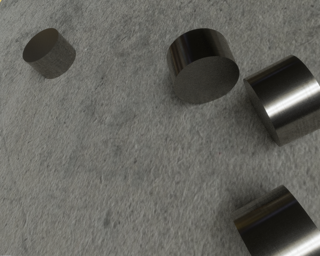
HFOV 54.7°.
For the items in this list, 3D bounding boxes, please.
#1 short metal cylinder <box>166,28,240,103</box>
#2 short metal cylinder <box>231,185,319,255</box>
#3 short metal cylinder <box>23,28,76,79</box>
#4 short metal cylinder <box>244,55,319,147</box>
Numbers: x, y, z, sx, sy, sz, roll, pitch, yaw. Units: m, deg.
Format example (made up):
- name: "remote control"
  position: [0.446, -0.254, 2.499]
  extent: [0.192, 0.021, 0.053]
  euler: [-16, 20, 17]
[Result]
- name: "short metal cylinder"
  position: [0.052, -0.076, 0.387]
  extent: [0.080, 0.080, 0.050]
  euler: [-22, 54, 15]
- name: "short metal cylinder"
  position: [0.102, 0.095, 0.257]
  extent: [0.050, 0.080, 0.080]
  euler: [-32, 52, 7]
- name: "short metal cylinder"
  position: [-0.206, -0.139, 0.578]
  extent: [0.080, 0.050, 0.080]
  euler: [-13, 56, 20]
- name: "short metal cylinder"
  position: [0.128, -0.027, 0.318]
  extent: [0.050, 0.080, 0.080]
  euler: [-27, 53, 11]
